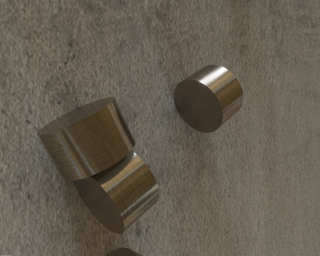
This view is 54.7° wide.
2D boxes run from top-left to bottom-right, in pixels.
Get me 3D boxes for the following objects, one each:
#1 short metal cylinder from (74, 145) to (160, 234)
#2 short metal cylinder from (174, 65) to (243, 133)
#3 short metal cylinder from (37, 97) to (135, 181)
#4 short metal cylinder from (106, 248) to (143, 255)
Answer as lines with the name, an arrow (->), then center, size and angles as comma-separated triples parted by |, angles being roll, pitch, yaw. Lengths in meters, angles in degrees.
short metal cylinder -> -0.047, 0.064, 0.331 | 0.050, 0.080, 0.080 | -36, 113, -34
short metal cylinder -> 0.066, -0.040, 0.427 | 0.050, 0.080, 0.080 | -37, 113, -34
short metal cylinder -> -0.072, 0.009, 0.309 | 0.081, 0.080, 0.050 | -36, 111, -34
short metal cylinder -> -0.035, 0.181, 0.342 | 0.050, 0.080, 0.080 | 42, 64, -33
